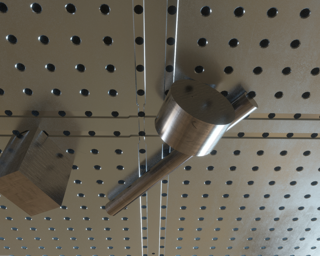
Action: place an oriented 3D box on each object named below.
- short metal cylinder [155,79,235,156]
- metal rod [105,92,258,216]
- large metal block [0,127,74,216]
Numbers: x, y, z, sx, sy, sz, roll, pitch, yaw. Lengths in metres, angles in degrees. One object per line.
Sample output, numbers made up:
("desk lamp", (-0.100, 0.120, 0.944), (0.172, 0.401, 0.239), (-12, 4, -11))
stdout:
("short metal cylinder", (0.040, -0.013, 0.365), (0.081, 0.080, 0.050), (16, 128, -14))
("metal rod", (0.015, 0.052, 0.456), (0.025, 0.025, 0.299), (33, 122, -25))
("large metal block", (-0.172, 0.060, 0.424), (0.050, 0.080, 0.080), (-21, 127, 16))
